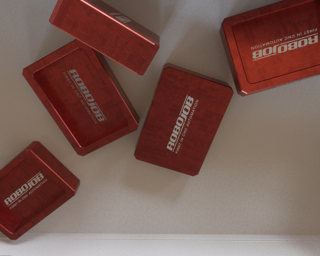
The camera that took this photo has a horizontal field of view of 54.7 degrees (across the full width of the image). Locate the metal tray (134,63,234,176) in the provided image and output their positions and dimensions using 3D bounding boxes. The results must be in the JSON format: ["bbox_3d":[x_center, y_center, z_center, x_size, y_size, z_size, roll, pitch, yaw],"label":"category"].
[{"bbox_3d":[0.028,-0.009,0.406,0.091,0.030,0.129,18,109,-7],"label":"metal tray"}]

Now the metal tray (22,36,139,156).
[{"bbox_3d":[-0.096,-0.039,0.393,0.090,0.030,0.130,-27,108,9],"label":"metal tray"}]

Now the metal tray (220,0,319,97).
[{"bbox_3d":[0.144,-0.097,0.357,0.131,0.030,0.090,-16,88,5],"label":"metal tray"}]

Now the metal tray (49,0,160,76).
[{"bbox_3d":[-0.046,-0.100,0.318,0.090,0.130,0.030,29,108,-10],"label":"metal tray"}]

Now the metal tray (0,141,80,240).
[{"bbox_3d":[-0.192,0.091,0.440,0.130,0.030,0.090,-38,106,12],"label":"metal tray"}]
